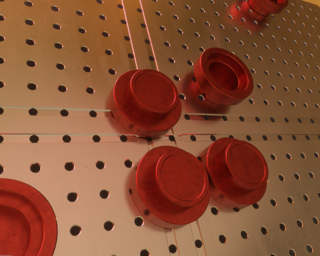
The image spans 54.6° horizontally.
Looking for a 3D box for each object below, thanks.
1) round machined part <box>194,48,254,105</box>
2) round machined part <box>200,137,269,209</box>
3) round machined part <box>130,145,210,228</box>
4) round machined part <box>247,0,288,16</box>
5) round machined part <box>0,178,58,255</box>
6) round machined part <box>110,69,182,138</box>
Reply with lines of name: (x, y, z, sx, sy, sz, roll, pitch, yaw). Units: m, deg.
round machined part: (0.096, -0.077, 0.495, 0.099, 0.042, 0.098, 13, 56, -21)
round machined part: (0.106, 0.056, 0.420, 0.099, 0.042, 0.098, 13, 56, -21)
round machined part: (0.018, 0.065, 0.367, 0.099, 0.042, 0.098, 13, 56, -21)
round machined part: (0.238, -0.295, 0.704, 0.099, 0.042, 0.098, 13, 56, -21)
round machined part: (-0.141, 0.096, 0.263, 0.099, 0.042, 0.098, 13, 56, -21)
round machined part: (-0.014, -0.039, 0.413, 0.099, 0.042, 0.098, 13, 56, -21)
